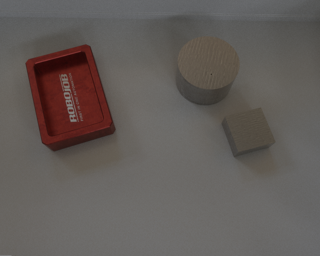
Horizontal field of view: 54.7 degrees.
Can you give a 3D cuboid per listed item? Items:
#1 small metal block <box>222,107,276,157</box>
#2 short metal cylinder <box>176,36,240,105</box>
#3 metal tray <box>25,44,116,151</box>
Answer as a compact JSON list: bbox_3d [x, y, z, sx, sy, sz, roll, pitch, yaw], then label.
[{"bbox_3d":[0.116,0.006,0.409,0.050,0.025,0.050,-14,71,-6],"label":"small metal block"},{"bbox_3d":[0.063,-0.077,0.426,0.081,0.050,0.080,0,70,0],"label":"short metal cylinder"},{"bbox_3d":[-0.122,-0.043,0.421,0.091,0.030,0.130,-17,71,-7],"label":"metal tray"}]
